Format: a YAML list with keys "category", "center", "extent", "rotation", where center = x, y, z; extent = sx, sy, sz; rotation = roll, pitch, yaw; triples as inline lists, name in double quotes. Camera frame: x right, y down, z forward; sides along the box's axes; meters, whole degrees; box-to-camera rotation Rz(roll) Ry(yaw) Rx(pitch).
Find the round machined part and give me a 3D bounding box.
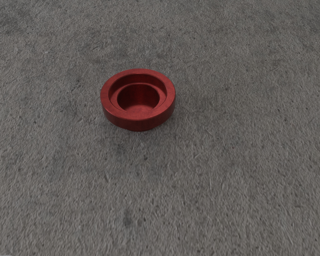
- category: "round machined part"
  center: [-0.029, -0.033, 0.420]
  extent: [0.099, 0.042, 0.098]
  rotation: [0, 50, 0]
